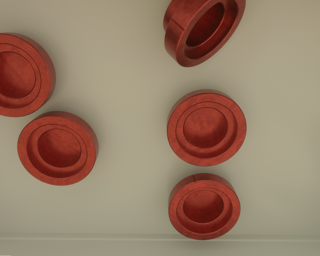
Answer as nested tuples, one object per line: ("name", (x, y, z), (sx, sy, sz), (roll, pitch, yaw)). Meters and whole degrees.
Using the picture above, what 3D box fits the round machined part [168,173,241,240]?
("round machined part", (0.061, 0.107, 0.442), (0.099, 0.042, 0.097), (0, 110, 0))

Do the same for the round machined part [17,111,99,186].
("round machined part", (-0.130, 0.024, 0.410), (0.099, 0.042, 0.097), (0, 110, 0))

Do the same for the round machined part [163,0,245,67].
("round machined part", (0.042, -0.118, 0.339), (0.098, 0.098, 0.042), (-47, 68, 15))

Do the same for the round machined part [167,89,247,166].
("round machined part", (0.058, -0.003, 0.401), (0.099, 0.042, 0.097), (0, 110, 0))

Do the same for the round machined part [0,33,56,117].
("round machined part", (-0.176, -0.066, 0.376), (0.099, 0.042, 0.097), (0, 110, 0))
